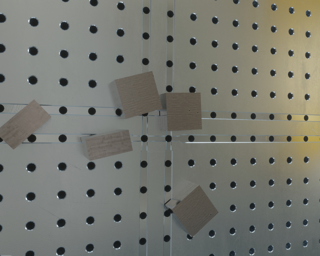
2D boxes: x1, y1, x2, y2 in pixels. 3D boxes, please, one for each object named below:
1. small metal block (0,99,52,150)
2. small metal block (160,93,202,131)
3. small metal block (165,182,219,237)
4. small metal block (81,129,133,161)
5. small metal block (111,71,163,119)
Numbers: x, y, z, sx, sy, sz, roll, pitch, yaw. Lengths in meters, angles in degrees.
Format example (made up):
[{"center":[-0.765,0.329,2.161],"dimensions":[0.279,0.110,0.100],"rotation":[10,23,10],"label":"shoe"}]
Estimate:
[{"center":[-0.149,-0.004,0.344],"dimensions":[0.050,0.050,0.025],"rotation":[-45,104,-14],"label":"small metal block"},{"center":[0.028,-0.022,0.423],"dimensions":[0.050,0.025,0.050],"rotation":[-3,91,-20],"label":"small metal block"},{"center":[0.044,0.112,0.429],"dimensions":[0.050,0.025,0.050],"rotation":[-38,102,-16],"label":"small metal block"},{"center":[-0.066,0.019,0.375],"dimensions":[0.050,0.050,0.025],"rotation":[-12,95,-20],"label":"small metal block"},{"center":[-0.030,-0.042,0.401],"dimensions":[0.050,0.025,0.050],"rotation":[-17,96,-19],"label":"small metal block"}]
